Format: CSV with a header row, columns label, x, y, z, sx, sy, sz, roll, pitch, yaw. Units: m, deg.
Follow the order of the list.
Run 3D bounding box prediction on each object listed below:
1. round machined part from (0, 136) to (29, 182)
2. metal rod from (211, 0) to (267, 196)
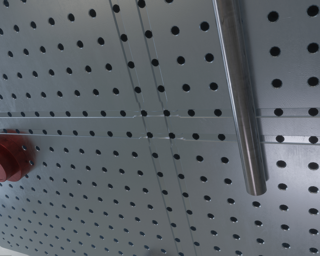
label,x,y,z,sx,sy,sz,roll,pitch,yaw
round machined part,-0.310,0.067,0.605,0.098,0.042,0.097,13,124,21
metal rod,0.084,-0.052,0.334,0.025,0.025,0.298,-2,118,29
